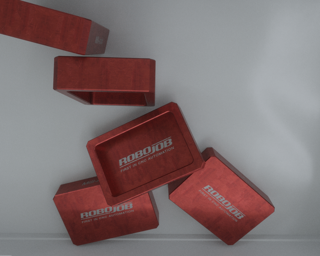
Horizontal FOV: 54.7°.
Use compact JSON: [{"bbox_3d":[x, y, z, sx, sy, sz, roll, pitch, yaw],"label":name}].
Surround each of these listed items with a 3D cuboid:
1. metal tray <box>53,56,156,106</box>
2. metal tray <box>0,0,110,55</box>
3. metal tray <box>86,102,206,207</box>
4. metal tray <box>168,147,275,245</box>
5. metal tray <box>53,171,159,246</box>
[{"bbox_3d":[-0.050,-0.046,0.337,0.091,0.130,0.030,1,88,-1],"label":"metal tray"},{"bbox_3d":[-0.106,-0.101,0.315,0.091,0.130,0.030,14,103,-6],"label":"metal tray"},{"bbox_3d":[-0.019,0.034,0.398,0.130,0.030,0.090,-25,77,8],"label":"metal tray"},{"bbox_3d":[0.087,0.101,0.447,0.130,0.030,0.090,41,105,-14],"label":"metal tray"},{"bbox_3d":[-0.075,0.114,0.450,0.131,0.030,0.089,-14,110,4],"label":"metal tray"}]
